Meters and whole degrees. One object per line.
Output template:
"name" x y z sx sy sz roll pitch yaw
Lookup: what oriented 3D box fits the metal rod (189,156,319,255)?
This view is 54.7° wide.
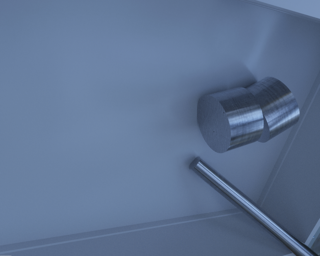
"metal rod" 0.167 0.147 0.507 0.300 0.025 0.025 40 96 -12

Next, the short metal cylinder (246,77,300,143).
"short metal cylinder" 0.148 -0.026 0.441 0.050 0.080 0.080 -29 129 -10

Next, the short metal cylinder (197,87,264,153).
"short metal cylinder" 0.093 -0.011 0.419 0.050 0.080 0.079 -16 125 -20
